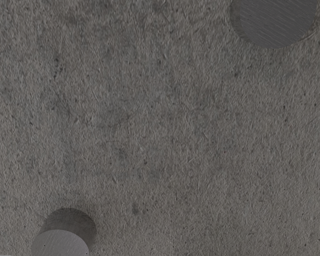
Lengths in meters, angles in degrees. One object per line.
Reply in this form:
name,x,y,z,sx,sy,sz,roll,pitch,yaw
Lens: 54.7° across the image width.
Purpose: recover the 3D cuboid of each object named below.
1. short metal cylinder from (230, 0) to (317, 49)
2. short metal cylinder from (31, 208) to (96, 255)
short metal cylinder,0.124,-0.133,0.349,0.081,0.050,0.079,0,110,0
short metal cylinder,-0.139,0.166,0.456,0.081,0.050,0.079,0,110,0
